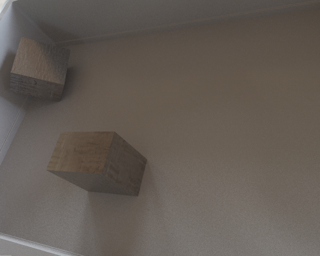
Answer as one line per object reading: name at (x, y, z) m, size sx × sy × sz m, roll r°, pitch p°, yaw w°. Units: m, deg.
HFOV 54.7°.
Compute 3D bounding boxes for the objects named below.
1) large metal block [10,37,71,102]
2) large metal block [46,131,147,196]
large metal block at (-0.204, -0.099, 0.531) m, size 0.050 × 0.081 × 0.080 m, roll 129°, pitch 146°, yaw -50°
large metal block at (-0.074, 0.045, 0.382) m, size 0.080 × 0.080 × 0.050 m, roll -1°, pitch 62°, yaw 28°
